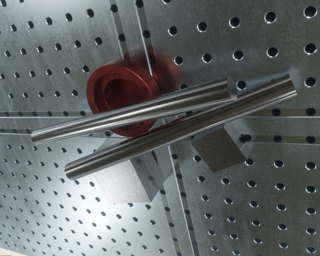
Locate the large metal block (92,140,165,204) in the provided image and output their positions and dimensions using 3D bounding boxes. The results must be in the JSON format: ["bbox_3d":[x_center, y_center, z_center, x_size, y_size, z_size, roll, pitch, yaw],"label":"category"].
[{"bbox_3d":[-0.051,0.064,0.460,0.080,0.050,0.080,-11,113,32],"label":"large metal block"}]

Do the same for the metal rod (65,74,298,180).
[{"bbox_3d":[0.006,0.009,0.371,0.300,0.025,0.025,-22,107,22],"label":"metal rod"}]

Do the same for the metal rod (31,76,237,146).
[{"bbox_3d":[-0.055,-0.012,0.376,0.300,0.025,0.025,-12,113,32],"label":"metal rod"}]

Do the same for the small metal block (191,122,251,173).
[{"bbox_3d":[0.076,0.022,0.384,0.050,0.025,0.050,-29,103,37],"label":"small metal block"}]

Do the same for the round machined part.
[{"bbox_3d":[-0.041,-0.040,0.395,0.098,0.042,0.097,13,124,20],"label":"round machined part"}]
